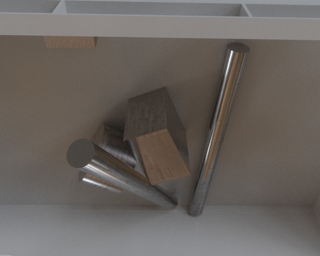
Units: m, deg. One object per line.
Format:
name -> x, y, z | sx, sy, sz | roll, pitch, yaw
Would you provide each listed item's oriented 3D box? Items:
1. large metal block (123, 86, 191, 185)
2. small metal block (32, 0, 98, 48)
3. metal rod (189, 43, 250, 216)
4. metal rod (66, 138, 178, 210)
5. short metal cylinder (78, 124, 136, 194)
large metal block -> -0.002, 0.010, 0.381 | 0.050, 0.080, 0.080 | -17, 128, 13
small metal block -> -0.092, -0.108, 0.310 | 0.050, 0.025, 0.050 | 0, 141, -1
metal rod -> 0.073, 0.026, 0.432 | 0.025, 0.025, 0.298 | 3, 130, -3
metal rod -> -0.023, 0.072, 0.384 | 0.025, 0.025, 0.300 | -14, 156, 11
short metal cylinder -> -0.067, 0.041, 0.407 | 0.050, 0.080, 0.080 | 24, 126, -19
